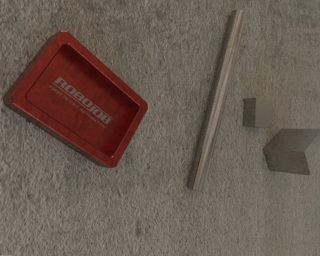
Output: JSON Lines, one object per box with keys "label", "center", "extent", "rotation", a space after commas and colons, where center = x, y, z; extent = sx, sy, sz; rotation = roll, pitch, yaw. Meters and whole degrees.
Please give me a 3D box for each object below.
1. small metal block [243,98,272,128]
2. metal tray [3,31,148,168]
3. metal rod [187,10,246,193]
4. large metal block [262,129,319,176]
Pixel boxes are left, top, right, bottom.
{"label": "small metal block", "center": [0.175, -0.026, 0.554], "extent": [0.050, 0.025, 0.050], "rotation": [5, 87, -40]}
{"label": "metal tray", "center": [-0.082, -0.026, 0.333], "extent": [0.130, 0.030, 0.090], "rotation": [41, 65, -33]}
{"label": "metal rod", "center": [0.091, -0.050, 0.483], "extent": [0.025, 0.025, 0.299], "rotation": [26, 74, -38]}
{"label": "large metal block", "center": [0.256, 0.042, 0.588], "extent": [0.081, 0.080, 0.050], "rotation": [-36, 112, -35]}
